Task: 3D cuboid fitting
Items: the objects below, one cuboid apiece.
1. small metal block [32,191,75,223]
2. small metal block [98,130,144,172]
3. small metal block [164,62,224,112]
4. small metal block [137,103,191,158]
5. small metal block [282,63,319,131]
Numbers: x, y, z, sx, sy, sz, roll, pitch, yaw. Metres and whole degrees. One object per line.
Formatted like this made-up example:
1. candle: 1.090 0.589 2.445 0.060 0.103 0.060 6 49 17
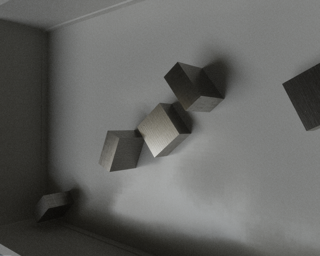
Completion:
1. small metal block: -0.188 0.139 0.547 0.050 0.050 0.025 -48 62 29
2. small metal block: -0.053 0.031 0.434 0.025 0.050 0.050 29 108 36
3. small metal block: 0.040 -0.046 0.358 0.025 0.050 0.050 -45 63 31
4. small metal block: 0.004 0.003 0.403 0.050 0.025 0.050 -46 63 30
5. small metal block: 0.150 -0.030 0.283 0.050 0.025 0.050 -32 70 35
